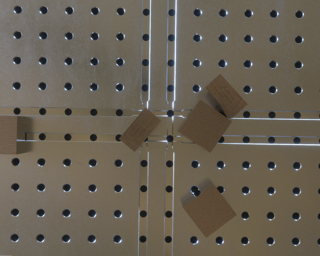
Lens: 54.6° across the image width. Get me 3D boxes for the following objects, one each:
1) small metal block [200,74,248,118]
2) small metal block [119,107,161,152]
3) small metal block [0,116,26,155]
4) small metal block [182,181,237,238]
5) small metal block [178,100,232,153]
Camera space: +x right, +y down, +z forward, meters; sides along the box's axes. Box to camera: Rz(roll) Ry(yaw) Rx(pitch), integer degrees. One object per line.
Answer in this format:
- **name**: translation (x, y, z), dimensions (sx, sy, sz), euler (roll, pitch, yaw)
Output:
- **small metal block**: translation (0.081, -0.039, 0.401), dimensions (0.025, 0.050, 0.050), euler (-42, 90, 0)
- **small metal block**: translation (-0.024, 0.002, 0.401), dimensions (0.025, 0.050, 0.050), euler (40, 90, 0)
- **small metal block**: translation (-0.210, 0.009, 0.412), dimensions (0.050, 0.025, 0.050), euler (2, 90, 0)
- **small metal block**: translation (0.065, 0.108, 0.414), dimensions (0.050, 0.025, 0.050), euler (-37, 90, 0)
- **small metal block**: translation (0.059, -0.002, 0.414), dimensions (0.050, 0.025, 0.050), euler (34, 90, 0)
